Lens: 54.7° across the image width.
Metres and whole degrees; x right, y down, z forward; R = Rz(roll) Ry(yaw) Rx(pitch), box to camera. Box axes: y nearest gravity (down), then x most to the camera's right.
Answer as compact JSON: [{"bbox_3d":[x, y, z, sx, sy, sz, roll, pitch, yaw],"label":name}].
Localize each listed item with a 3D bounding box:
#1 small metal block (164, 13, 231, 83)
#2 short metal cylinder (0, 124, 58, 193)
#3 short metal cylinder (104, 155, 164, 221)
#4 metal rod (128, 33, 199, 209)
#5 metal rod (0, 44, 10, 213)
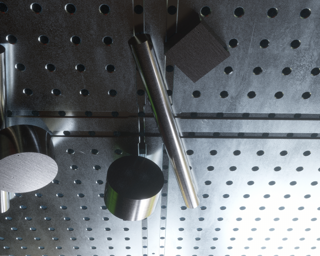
[{"bbox_3d":[0.040,-0.086,0.339,0.050,0.025,0.050,-36,122,26],"label":"small metal block"},{"bbox_3d":[-0.181,0.041,0.411,0.081,0.050,0.080,-16,139,-14],"label":"short metal cylinder"},{"bbox_3d":[-0.038,0.086,0.448,0.081,0.080,0.050,9,130,-8],"label":"short metal cylinder"},{"bbox_3d":[0.016,0.015,0.424,0.025,0.025,0.299,-12,130,9],"label":"metal rod"},{"bbox_3d":[-0.224,0.023,0.427,0.025,0.025,0.298,12,129,-11],"label":"metal rod"}]
